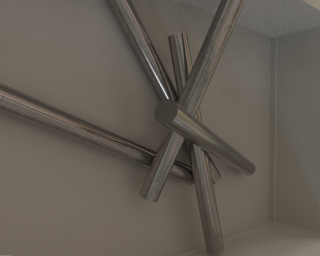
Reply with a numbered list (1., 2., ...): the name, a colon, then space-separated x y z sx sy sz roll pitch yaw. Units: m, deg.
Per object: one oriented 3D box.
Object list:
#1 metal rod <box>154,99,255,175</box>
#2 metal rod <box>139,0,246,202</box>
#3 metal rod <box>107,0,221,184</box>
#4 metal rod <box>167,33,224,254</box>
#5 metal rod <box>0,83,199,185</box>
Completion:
1. metal rod: 0.079 0.027 0.412 0.301 0.025 0.025 30 70 -56
2. metal rod: 0.043 -0.051 0.357 0.025 0.025 0.298 15 102 -39
3. metal rod: 0.013 -0.042 0.417 0.025 0.025 0.299 -44 117 -31
4. metal rod: 0.050 0.027 0.414 0.025 0.025 0.298 -19 102 -38
5. metal rod: -0.061 0.015 0.355 0.301 0.025 0.025 27 73 -37
